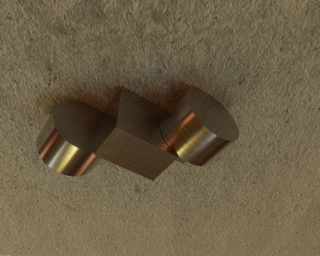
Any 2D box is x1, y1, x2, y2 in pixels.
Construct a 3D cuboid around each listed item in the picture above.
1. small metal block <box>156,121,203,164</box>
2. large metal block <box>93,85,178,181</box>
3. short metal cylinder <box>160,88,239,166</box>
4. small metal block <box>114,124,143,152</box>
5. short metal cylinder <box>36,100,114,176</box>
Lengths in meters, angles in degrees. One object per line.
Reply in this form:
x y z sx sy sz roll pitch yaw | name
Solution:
0.027 0.016 0.423 0.050 0.025 0.050 28 125 -22 | small metal block
-0.027 0.006 0.378 0.080 0.080 0.050 28 124 -22 | large metal block
0.047 -0.001 0.372 0.080 0.080 0.050 28 125 -22 | short metal cylinder
-0.052 0.021 0.427 0.050 0.025 0.050 28 125 -22 | small metal block
-0.103 0.012 0.382 0.080 0.080 0.050 28 125 -22 | short metal cylinder
